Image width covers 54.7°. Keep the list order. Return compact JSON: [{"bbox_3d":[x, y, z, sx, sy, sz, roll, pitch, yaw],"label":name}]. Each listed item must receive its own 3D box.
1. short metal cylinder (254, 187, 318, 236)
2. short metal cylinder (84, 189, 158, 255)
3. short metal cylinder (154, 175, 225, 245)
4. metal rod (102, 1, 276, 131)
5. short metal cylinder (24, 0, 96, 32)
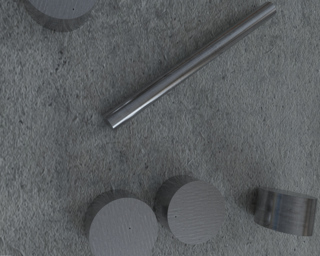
[{"bbox_3d":[0.181,0.118,0.447,0.081,0.080,0.050,11,87,-20],"label":"short metal cylinder"},{"bbox_3d":[-0.049,0.120,0.378,0.081,0.050,0.080,0,90,-20],"label":"short metal cylinder"},{"bbox_3d":[0.038,0.105,0.410,0.081,0.050,0.080,0,90,-20],"label":"short metal cylinder"},{"bbox_3d":[0.051,-0.093,0.427,0.301,0.025,0.025,-37,102,-16],"label":"metal rod"},{"bbox_3d":[-0.114,-0.156,0.353,0.081,0.050,0.080,0,90,-20],"label":"short metal cylinder"}]
